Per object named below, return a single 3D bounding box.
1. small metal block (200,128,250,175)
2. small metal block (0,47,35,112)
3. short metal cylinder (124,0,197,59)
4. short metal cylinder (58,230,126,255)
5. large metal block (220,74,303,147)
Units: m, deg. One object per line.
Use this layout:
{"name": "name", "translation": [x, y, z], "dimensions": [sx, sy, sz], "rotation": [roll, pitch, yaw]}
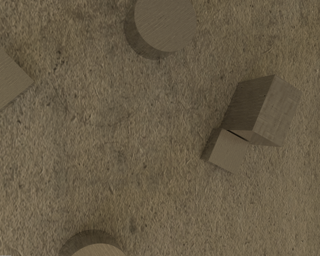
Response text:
{"name": "small metal block", "translation": [0.093, 0.033, 0.445], "dimensions": [0.050, 0.025, 0.050], "rotation": [27, 81, -18]}
{"name": "small metal block", "translation": [-0.177, -0.053, 0.344], "dimensions": [0.050, 0.025, 0.050], "rotation": [-45, 105, -15]}
{"name": "short metal cylinder", "translation": [-0.001, -0.132, 0.396], "dimensions": [0.081, 0.050, 0.079], "rotation": [0, 90, -21]}
{"name": "short metal cylinder", "translation": [-0.080, 0.168, 0.367], "dimensions": [0.081, 0.050, 0.079], "rotation": [0, 90, -21]}
{"name": "large metal block", "translation": [0.137, -0.022, 0.432], "dimensions": [0.050, 0.080, 0.080], "rotation": [27, 81, -18]}
